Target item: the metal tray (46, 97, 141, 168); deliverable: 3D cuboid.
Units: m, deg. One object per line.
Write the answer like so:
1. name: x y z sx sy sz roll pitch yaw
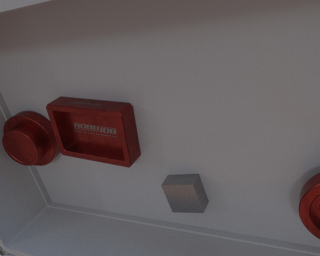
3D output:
1. metal tray: -0.098 0.004 0.457 0.130 0.030 0.089 7 122 24

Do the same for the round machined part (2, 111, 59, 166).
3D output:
1. round machined part: -0.220 0.024 0.518 0.098 0.042 0.097 8 121 14

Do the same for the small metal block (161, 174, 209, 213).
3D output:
1. small metal block: 0.037 0.095 0.447 0.050 0.025 0.050 -8 115 31

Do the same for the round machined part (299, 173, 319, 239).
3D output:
1. round machined part: 0.207 0.083 0.340 0.098 0.042 0.097 13 124 20
